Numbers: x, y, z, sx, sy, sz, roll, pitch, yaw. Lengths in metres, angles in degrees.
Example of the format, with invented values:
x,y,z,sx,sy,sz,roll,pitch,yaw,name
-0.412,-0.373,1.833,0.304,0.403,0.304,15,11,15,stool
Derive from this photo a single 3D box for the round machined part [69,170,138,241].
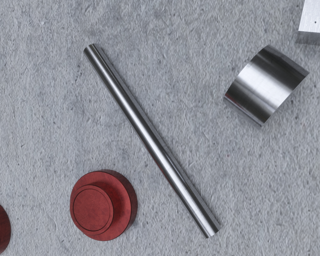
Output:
x,y,z,sx,sy,sz,roll,pitch,yaw,name
-0.084,0.109,0.430,0.098,0.042,0.097,0,90,20,round machined part

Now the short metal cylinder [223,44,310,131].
x,y,z,sx,sy,sz,roll,pitch,yaw,name
0.115,-0.043,0.339,0.050,0.080,0.080,42,103,15,short metal cylinder

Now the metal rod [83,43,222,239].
x,y,z,sx,sy,sz,roll,pitch,yaw,name
-0.016,0.009,0.414,0.025,0.025,0.299,-37,78,16,metal rod

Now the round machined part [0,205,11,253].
x,y,z,sx,sy,sz,roll,pitch,yaw,name
-0.298,0.169,0.505,0.098,0.042,0.097,0,90,20,round machined part

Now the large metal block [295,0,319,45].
x,y,z,sx,sy,sz,roll,pitch,yaw,name
0.196,-0.131,0.327,0.080,0.050,0.079,12,94,19,large metal block
